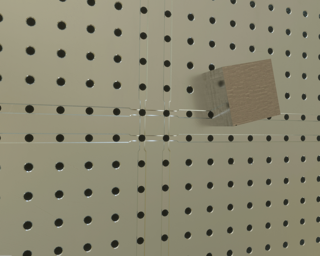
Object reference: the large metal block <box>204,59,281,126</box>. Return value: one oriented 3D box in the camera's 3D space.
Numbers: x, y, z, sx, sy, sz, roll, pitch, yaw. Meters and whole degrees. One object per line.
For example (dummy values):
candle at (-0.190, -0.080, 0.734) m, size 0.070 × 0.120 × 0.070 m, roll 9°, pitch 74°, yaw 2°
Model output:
large metal block at (0.117, -0.050, 0.444) m, size 0.081 × 0.050 × 0.080 m, roll -13°, pitch 95°, yaw -20°
